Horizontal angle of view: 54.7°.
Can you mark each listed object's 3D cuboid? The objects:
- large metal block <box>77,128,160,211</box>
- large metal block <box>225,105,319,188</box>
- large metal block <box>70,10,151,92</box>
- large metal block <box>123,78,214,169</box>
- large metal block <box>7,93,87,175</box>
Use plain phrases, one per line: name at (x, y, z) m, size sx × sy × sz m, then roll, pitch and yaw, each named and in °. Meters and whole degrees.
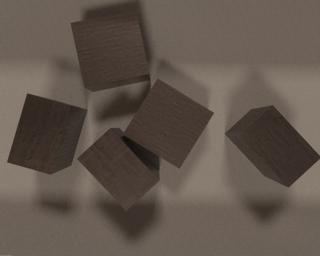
large metal block at (-0.046, 0.046, 0.383) m, size 0.050 × 0.080 × 0.080 m, roll -43°, pitch 91°, yaw 0°
large metal block at (0.135, 0.020, 0.386) m, size 0.050 × 0.080 × 0.080 m, roll -43°, pitch 91°, yaw 0°
large metal block at (-0.060, -0.096, 0.398) m, size 0.080 × 0.050 × 0.080 m, roll -12°, pitch 90°, yaw -1°
large metal block at (0.010, -0.005, 0.399) m, size 0.080 × 0.050 × 0.080 m, roll 32°, pitch 90°, yaw -1°
large metal block at (-0.134, 0.006, 0.382) m, size 0.050 × 0.080 × 0.080 m, roll 16°, pitch 90°, yaw 0°
